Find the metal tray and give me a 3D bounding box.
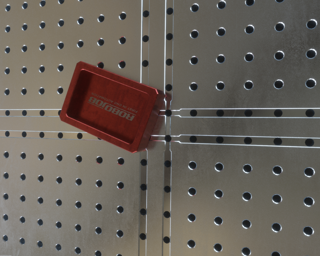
[{"bbox_3d":[-0.069,-0.030,0.432,0.130,0.030,0.089,23,97,18],"label":"metal tray"}]
